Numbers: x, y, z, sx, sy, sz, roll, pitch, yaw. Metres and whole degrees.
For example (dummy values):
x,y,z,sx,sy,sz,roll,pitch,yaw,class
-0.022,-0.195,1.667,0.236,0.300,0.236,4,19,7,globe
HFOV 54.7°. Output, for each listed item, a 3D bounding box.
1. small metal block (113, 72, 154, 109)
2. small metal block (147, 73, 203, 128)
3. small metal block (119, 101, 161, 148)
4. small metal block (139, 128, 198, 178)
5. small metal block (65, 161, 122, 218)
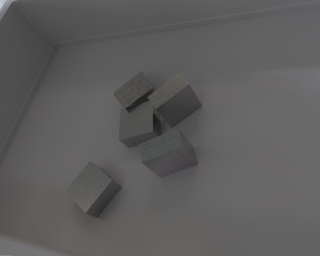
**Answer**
x,y,z,sx,sy,sz,roll,pitch,yaw,class
-0.038,-0.056,0.444,0.050,0.025,0.050,-37,13,4,small metal block
0.020,-0.034,0.400,0.050,0.050,0.025,-37,51,4,small metal block
-0.027,-0.005,0.423,0.050,0.025,0.050,-14,56,20,small metal block
0.011,0.031,0.365,0.050,0.050,0.025,-23,54,15,small metal block
-0.086,0.079,0.403,0.050,0.025,0.050,32,79,38,small metal block
